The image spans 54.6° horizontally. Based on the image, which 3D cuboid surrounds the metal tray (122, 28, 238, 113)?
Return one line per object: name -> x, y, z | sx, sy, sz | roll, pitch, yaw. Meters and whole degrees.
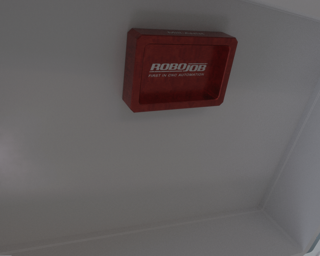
metal tray -> 0.024, -0.069, 0.374 | 0.131, 0.030, 0.089 | -6, 121, -25
